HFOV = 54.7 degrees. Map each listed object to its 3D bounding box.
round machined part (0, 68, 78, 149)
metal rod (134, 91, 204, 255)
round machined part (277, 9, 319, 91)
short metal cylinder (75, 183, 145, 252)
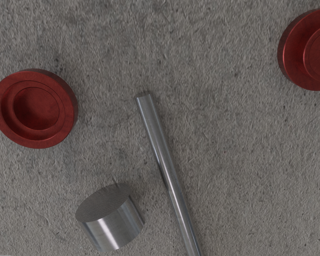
[{"bbox_3d":[-0.152,-0.026,0.390,0.099,0.042,0.097,0,110,0],"label":"round machined part"},{"bbox_3d":[0.021,0.091,0.443,0.025,0.025,0.298,-16,110,5],"label":"metal rod"},{"bbox_3d":[0.197,-0.091,0.369,0.099,0.042,0.097,0,110,0],"label":"round machined part"},{"bbox_3d":[-0.067,0.120,0.424,0.080,0.080,0.050,-21,109,7],"label":"short metal cylinder"}]
